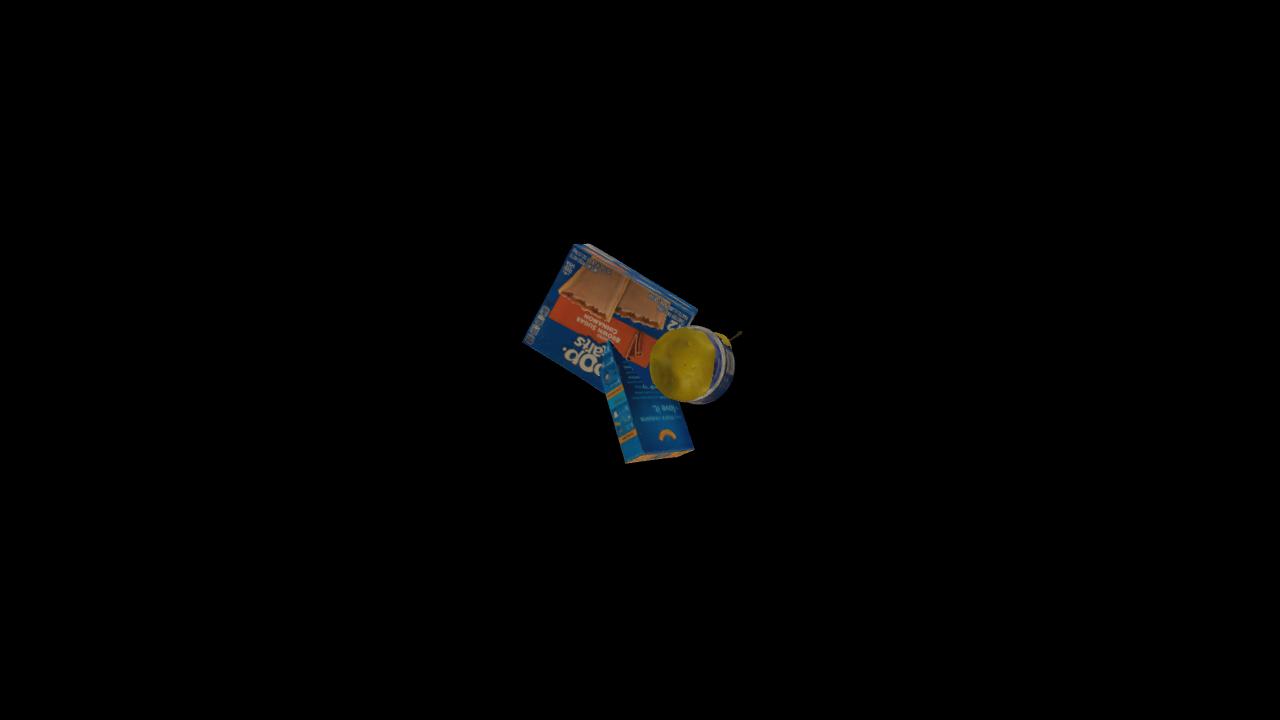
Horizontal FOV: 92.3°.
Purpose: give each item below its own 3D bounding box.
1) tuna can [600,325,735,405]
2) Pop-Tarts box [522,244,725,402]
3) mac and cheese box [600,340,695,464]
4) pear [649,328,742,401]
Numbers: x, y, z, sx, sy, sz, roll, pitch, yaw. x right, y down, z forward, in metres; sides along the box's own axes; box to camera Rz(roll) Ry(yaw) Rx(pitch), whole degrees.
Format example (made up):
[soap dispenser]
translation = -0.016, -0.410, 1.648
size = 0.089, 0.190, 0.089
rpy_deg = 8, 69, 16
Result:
[tuna can]
translation = 0.060, 0.006, 0.671
size = 0.084, 0.084, 0.034
rpy_deg = 0, -9, 30
[Pop-Tarts box]
translation = -0.035, -0.043, 0.768
size = 0.167, 0.141, 0.083
rpy_deg = 32, 15, 5
[mac and cheese box]
translation = -0.001, 0.031, 0.754
size = 0.093, 0.184, 0.041
rpy_deg = 4, -28, -46
[pear]
translation = 0.065, -0.001, 0.670
size = 0.111, 0.080, 0.080
rpy_deg = -19, 10, -31
